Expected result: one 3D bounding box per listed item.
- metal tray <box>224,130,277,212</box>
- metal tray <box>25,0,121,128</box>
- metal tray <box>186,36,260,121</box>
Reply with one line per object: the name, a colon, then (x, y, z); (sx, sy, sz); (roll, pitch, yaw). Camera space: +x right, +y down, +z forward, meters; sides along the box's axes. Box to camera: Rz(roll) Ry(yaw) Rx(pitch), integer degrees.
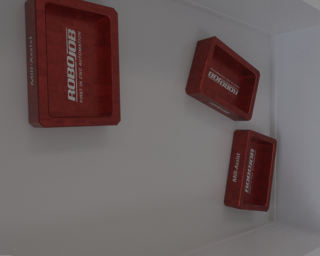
metal tray: (0.159, 0.075, 0.536); (0.091, 0.030, 0.129); (17, 79, -39)
metal tray: (-0.089, -0.066, 0.327); (0.091, 0.030, 0.129); (-3, 92, -40)
metal tray: (0.104, -0.073, 0.489); (0.131, 0.030, 0.090); (23, 75, -38)
